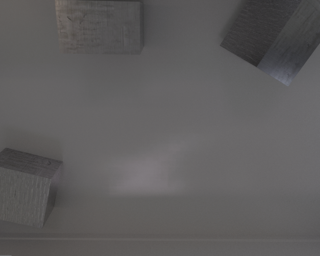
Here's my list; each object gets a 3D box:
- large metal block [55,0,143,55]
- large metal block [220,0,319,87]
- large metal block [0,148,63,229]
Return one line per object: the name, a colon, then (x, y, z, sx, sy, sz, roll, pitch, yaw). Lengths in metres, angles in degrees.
large metal block: (-0.060, -0.111, 0.340, 0.081, 0.080, 0.050, 1, 110, -1)
large metal block: (0.124, -0.104, 0.338, 0.050, 0.080, 0.080, 22, 110, -29)
large metal block: (-0.188, 0.082, 0.426, 0.080, 0.050, 0.079, 15, 109, -6)
